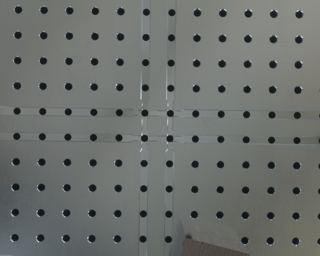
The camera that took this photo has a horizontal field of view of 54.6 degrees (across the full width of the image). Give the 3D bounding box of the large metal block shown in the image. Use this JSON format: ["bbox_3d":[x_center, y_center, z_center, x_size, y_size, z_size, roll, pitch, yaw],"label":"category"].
[{"bbox_3d":[0.060,0.182,0.401,0.080,0.050,0.080,14,90,0],"label":"large metal block"}]
